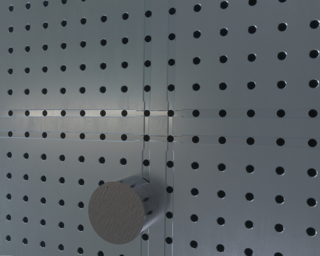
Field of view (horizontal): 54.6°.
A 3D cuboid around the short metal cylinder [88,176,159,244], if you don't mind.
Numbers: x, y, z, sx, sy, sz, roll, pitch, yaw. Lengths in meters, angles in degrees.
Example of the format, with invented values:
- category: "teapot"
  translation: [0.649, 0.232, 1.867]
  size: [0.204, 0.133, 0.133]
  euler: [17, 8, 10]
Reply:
- category: "short metal cylinder"
  translation: [-0.048, 0.108, 0.417]
  size: [0.080, 0.050, 0.080]
  euler: [0, 90, 20]
